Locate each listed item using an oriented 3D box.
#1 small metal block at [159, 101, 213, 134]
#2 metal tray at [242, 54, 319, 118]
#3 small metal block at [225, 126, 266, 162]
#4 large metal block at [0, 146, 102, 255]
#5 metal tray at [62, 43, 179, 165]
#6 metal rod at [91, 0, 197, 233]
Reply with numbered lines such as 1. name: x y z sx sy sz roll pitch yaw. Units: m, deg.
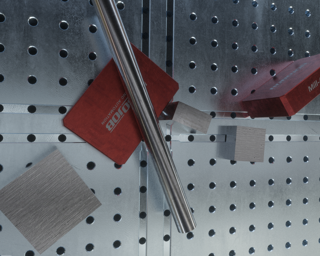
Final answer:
1. small metal block: 0.033 -0.013 0.411 0.050 0.050 0.025 22 83 -19
2. metal tray: 0.196 -0.063 0.449 0.131 0.090 0.030 -35 102 -17
3. small metal block: 0.127 0.024 0.459 0.050 0.025 0.050 5 88 -20
4. large metal block: -0.127 0.078 0.353 0.080 0.050 0.080 -38 102 -16
5. metal tray: -0.048 -0.031 0.392 0.090 0.030 0.130 39 78 -16
6. metal rod: -0.016 -0.013 0.373 0.025 0.025 0.298 -23 98 -19
